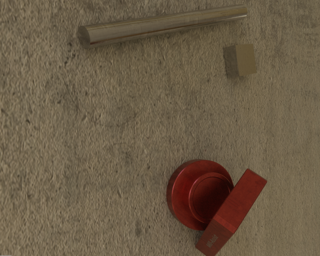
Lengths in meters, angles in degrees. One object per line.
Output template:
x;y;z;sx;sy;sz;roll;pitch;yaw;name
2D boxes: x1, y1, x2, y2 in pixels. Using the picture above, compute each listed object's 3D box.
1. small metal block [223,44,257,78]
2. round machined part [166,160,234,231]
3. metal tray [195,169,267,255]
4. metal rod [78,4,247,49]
0.135;-0.113;0.520;0.050;0.025;0.050;-16;101;-39;small metal block
0.062;0.093;0.429;0.099;0.042;0.097;1;88;-21;round machined part
0.097;0.124;0.434;0.090;0.030;0.129;-44;159;-31;metal tray
0.027;-0.147;0.428;0.302;0.025;0.025;-24;106;-38;metal rod
